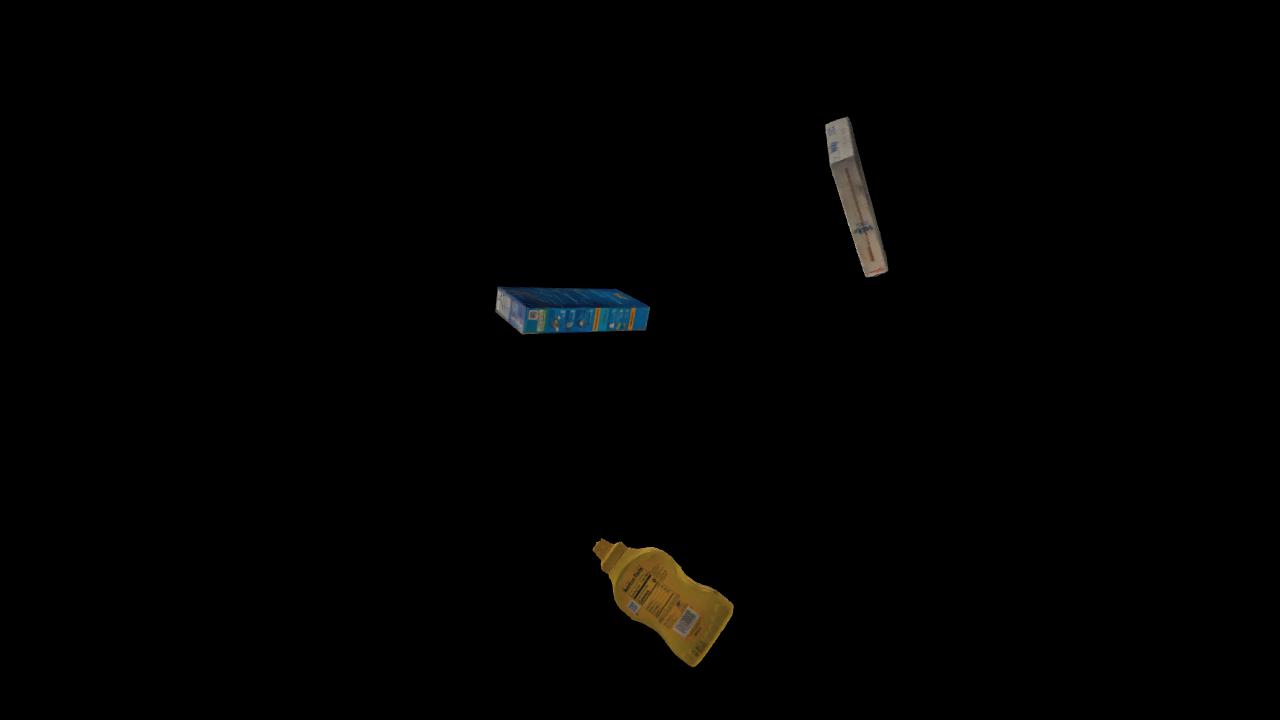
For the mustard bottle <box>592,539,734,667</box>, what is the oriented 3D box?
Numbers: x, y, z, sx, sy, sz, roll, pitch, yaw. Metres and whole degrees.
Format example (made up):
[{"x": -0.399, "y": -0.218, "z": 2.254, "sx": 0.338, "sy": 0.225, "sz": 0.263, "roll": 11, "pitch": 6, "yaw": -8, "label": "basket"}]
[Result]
[{"x": 0.018, "y": 0.284, "z": 0.763, "sx": 0.184, "sy": 0.092, "sz": 0.054, "roll": 35, "pitch": 7, "yaw": 11, "label": "mustard bottle"}]

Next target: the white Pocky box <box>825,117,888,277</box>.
[{"x": 0.234, "y": -0.173, "z": 0.662, "sx": 0.028, "sy": 0.084, "sz": 0.154, "roll": -14, "pitch": -47, "yaw": 24, "label": "white Pocky box"}]

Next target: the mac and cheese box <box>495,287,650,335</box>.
[{"x": -0.088, "y": -0.067, "z": 0.813, "sx": 0.184, "sy": 0.041, "sz": 0.093, "roll": -3, "pitch": 22, "yaw": -35, "label": "mac and cheese box"}]
